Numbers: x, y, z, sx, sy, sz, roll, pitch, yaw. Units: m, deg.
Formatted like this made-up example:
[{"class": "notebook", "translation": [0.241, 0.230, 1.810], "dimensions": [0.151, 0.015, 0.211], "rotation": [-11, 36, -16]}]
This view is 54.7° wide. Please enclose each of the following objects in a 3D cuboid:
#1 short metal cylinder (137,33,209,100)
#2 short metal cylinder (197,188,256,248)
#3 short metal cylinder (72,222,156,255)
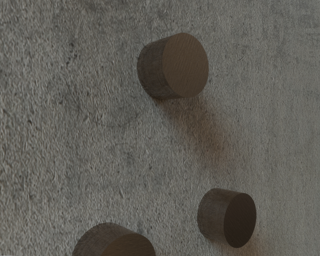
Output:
[{"class": "short metal cylinder", "translation": [0.018, -0.078, 0.403], "dimensions": [0.081, 0.050, 0.080], "rotation": [0, 90, -40]}, {"class": "short metal cylinder", "translation": [0.103, 0.136, 0.475], "dimensions": [0.081, 0.050, 0.080], "rotation": [0, 90, -40]}, {"class": "short metal cylinder", "translation": [-0.051, 0.152, 0.346], "dimensions": [0.081, 0.050, 0.080], "rotation": [0, 90, -40]}]
